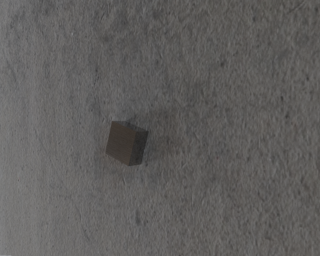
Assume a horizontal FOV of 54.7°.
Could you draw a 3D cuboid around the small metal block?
[{"bbox_3d":[-0.048,0.021,0.442,0.050,0.025,0.050,22,104,37],"label":"small metal block"}]
